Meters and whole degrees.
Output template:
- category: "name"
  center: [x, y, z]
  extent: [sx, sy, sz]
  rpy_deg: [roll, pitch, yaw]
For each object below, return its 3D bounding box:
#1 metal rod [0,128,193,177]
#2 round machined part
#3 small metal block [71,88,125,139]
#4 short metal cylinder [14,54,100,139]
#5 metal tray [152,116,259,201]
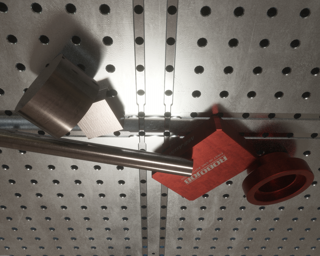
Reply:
- category: "metal rod"
  center: [-0.107, 0.030, 0.413]
  extent: [0.302, 0.025, 0.025]
  rpy_deg: [9, 130, 0]
- category: "round machined part"
  center: [0.168, 0.071, 0.455]
  extent: [0.099, 0.042, 0.097]
  rpy_deg: [-8, 140, -7]
- category: "small metal block"
  center: [-0.080, -0.017, 0.396]
  extent: [0.050, 0.025, 0.050]
  rpy_deg: [-17, 129, 13]
- category: "short metal cylinder"
  center: [-0.113, -0.035, 0.344]
  extent: [0.080, 0.080, 0.050]
  rpy_deg: [-35, 122, 26]
- category: "metal tray"
  center: [0.062, 0.049, 0.451]
  extent: [0.090, 0.030, 0.130]
  rpy_deg: [36, 121, -27]
